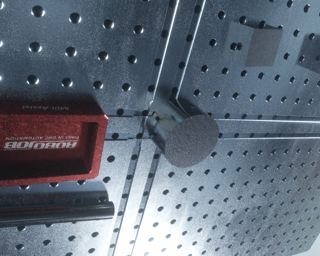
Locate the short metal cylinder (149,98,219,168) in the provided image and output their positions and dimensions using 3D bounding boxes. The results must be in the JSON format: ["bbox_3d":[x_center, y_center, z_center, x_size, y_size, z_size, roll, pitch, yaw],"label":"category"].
[{"bbox_3d":[0.032,0.006,0.418,0.081,0.050,0.079,-14,124,-21],"label":"short metal cylinder"}]

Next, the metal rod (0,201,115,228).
[{"bbox_3d":[-0.199,0.107,0.368,0.302,0.025,0.025,5,116,-31],"label":"metal rod"}]

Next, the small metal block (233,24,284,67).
[{"bbox_3d":[0.132,-0.111,0.417,0.050,0.025,0.050,-7,122,-25],"label":"small metal block"}]

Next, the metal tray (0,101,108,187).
[{"bbox_3d":[-0.131,0.018,0.347,0.131,0.030,0.089,0,119,-29],"label":"metal tray"}]

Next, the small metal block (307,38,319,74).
[{"bbox_3d":[0.268,-0.114,0.490,0.050,0.025,0.050,-7,122,-25],"label":"small metal block"}]
